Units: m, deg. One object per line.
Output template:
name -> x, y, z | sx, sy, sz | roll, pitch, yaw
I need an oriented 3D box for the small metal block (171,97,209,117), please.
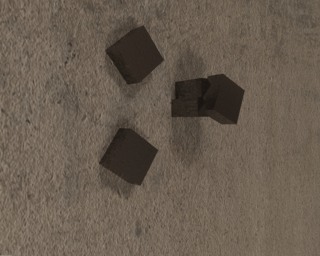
small metal block -> 0.052, -0.028, 0.434 | 0.050, 0.050, 0.025 | -1, 91, -40

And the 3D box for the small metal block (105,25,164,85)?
small metal block -> -0.030, -0.089, 0.381 | 0.050, 0.025, 0.050 | -48, 119, -29

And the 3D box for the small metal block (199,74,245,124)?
small metal block -> 0.083, -0.037, 0.411 | 0.050, 0.025, 0.050 | 27, 73, -37

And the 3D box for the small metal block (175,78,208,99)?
small metal block -> 0.057, -0.053, 0.439 | 0.050, 0.050, 0.025 | -1, 91, -40

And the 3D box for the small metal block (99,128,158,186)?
small metal block -> -0.037, 0.035, 0.376 | 0.050, 0.025, 0.050 | 41, 65, -33
